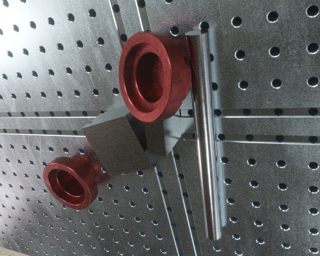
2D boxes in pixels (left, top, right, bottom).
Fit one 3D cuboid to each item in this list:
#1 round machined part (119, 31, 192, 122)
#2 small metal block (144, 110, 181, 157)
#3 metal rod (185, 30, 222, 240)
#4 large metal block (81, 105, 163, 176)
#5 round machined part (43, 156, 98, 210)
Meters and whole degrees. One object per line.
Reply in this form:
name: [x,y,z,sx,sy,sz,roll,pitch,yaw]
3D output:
round machined part: [-0.003,-0.057,0.349,0.098,0.042,0.097,16,111,49]
small metal block: [0.005,0.000,0.392,0.025,0.050,0.050,9,123,24]
metal rod: [0.060,0.029,0.397,0.025,0.025,0.298,5,121,25]
large metal block: [-0.047,0.015,0.429,0.080,0.050,0.080,-14,111,34]
round machined part: [-0.148,0.089,0.533,0.098,0.042,0.097,13,124,21]
